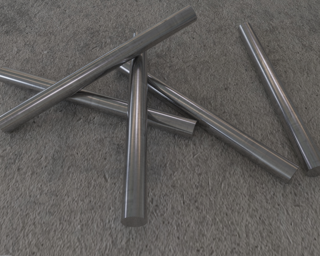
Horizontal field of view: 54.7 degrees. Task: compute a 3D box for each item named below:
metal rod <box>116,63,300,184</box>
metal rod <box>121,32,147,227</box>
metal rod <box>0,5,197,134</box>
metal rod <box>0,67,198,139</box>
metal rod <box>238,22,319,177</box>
[{"bbox_3d":[0.045,-0.024,0.423,0.300,0.025,0.025,36,59,26],"label":"metal rod"},{"bbox_3d":[-0.028,-0.026,0.390,0.025,0.025,0.300,-1,50,-1],"label":"metal rod"},{"bbox_3d":[-0.081,-0.083,0.422,0.301,0.025,0.025,-32,56,-7],"label":"metal rod"},{"bbox_3d":[-0.096,-0.039,0.435,0.301,0.025,0.025,17,52,13],"label":"metal rod"},{"bbox_3d":[0.167,-0.064,0.457,0.025,0.025,0.300,-5,50,-4],"label":"metal rod"}]
